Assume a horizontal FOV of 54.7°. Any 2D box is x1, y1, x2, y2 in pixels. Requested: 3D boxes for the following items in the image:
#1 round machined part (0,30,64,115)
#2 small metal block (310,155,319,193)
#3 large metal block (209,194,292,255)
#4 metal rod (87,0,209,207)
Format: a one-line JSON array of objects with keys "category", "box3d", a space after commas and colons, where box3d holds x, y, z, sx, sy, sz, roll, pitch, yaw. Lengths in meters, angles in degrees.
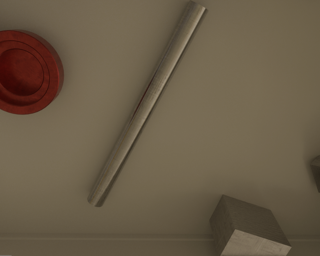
[{"category": "round machined part", "box3d": [-0.165, -0.069, 0.375, 0.099, 0.042, 0.097, 0, 110, -1]}, {"category": "small metal block", "box3d": [0.242, 0.068, 0.424, 0.025, 0.050, 0.050, -33, 110, -23]}, {"category": "large metal block", "box3d": [0.123, 0.148, 0.438, 0.080, 0.080, 0.050, 19, 109, -7]}, {"category": "metal rod", "box3d": [-0.024, -0.018, 0.404, 0.025, 0.025, 0.298, 26, 108, -10]}]
